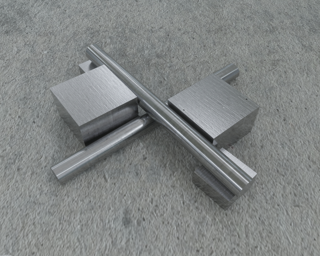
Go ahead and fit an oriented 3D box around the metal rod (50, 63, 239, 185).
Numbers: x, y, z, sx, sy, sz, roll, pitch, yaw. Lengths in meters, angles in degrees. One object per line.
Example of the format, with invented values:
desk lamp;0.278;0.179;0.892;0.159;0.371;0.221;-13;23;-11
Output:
metal rod;-0.003;-0.017;0.420;0.302;0.025;0.025;-32;57;-24

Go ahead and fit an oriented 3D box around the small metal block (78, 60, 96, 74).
small metal block;-0.089;-0.084;0.476;0.050;0.025;0.050;-30;56;-23

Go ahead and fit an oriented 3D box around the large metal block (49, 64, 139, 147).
large metal block;-0.085;-0.029;0.410;0.081;0.050;0.080;-30;56;-23

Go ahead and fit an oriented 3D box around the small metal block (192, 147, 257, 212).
small metal block;0.074;0.058;0.357;0.050;0.025;0.050;-36;59;-26

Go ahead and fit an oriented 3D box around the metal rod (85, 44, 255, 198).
metal rod;-0.006;-0.026;0.393;0.025;0.025;0.300;-32;57;-24

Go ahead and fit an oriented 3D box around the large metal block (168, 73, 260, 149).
large metal block;0.066;-0.015;0.402;0.081;0.050;0.080;-32;57;-24
